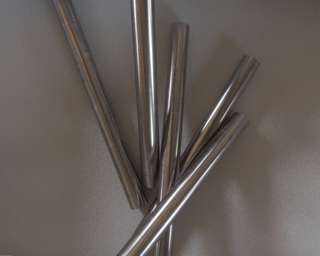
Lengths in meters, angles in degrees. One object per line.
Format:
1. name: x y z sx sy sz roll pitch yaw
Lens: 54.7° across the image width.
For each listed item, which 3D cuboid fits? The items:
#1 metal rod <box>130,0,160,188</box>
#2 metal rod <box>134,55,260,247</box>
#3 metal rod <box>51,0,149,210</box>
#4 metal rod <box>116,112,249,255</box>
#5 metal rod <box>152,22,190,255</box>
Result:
1. metal rod: -0.016 -0.062 0.349 0.025 0.025 0.298 -2 116 0
2. metal rod: 0.043 0.037 0.412 0.025 0.025 0.299 32 90 -1
3. metal rod: -0.080 -0.036 0.410 0.025 0.025 0.299 -21 90 0
4. metal rod: 0.014 0.087 0.350 0.025 0.025 0.301 44 65 0
5. metal rod: 0.015 0.013 0.394 0.025 0.025 0.298 5 83 -1
